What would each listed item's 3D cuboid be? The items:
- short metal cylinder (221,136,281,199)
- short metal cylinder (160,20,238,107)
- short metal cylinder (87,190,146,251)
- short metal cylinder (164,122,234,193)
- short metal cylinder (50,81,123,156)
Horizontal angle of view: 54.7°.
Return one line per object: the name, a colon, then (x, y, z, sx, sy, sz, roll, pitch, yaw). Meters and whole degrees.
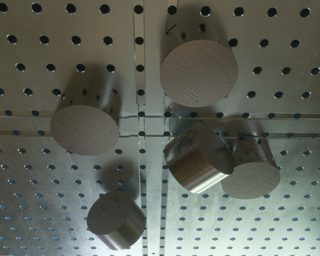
short metal cylinder: (0.125, 0.058, 0.447, 0.081, 0.050, 0.079, 0, 130, 0)
short metal cylinder: (0.040, -0.069, 0.337, 0.081, 0.050, 0.079, 0, 130, 0)
short metal cylinder: (-0.070, 0.148, 0.501, 0.080, 0.080, 0.050, -18, 128, 14)
short metal cylinder: (0.052, 0.039, 0.410, 0.080, 0.080, 0.050, 35, 122, -26)
short metal cylinder: (-0.089, -0.011, 0.385, 0.081, 0.050, 0.079, -1, 130, 0)
